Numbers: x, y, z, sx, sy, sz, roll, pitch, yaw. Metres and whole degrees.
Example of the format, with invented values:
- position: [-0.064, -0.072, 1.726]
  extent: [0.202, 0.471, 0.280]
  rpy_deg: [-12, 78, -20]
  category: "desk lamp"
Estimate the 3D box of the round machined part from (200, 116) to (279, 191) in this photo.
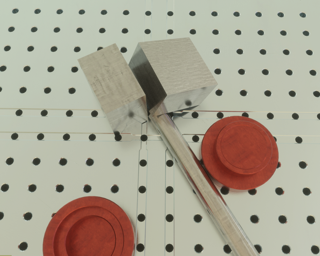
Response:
- position: [0.102, 0.029, 0.393]
  extent: [0.099, 0.042, 0.098]
  rpy_deg: [0, 70, 0]
  category: "round machined part"

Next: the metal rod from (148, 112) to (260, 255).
- position: [0.067, 0.093, 0.378]
  extent: [0.025, 0.025, 0.299]
  rpy_deg: [-29, 73, -10]
  category: "metal rod"

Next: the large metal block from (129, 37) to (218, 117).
- position: [0.015, -0.069, 0.409]
  extent: [0.081, 0.050, 0.080]
  rpy_deg: [-16, 69, -31]
  category: "large metal block"

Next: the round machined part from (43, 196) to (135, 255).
- position: [-0.078, 0.130, 0.355]
  extent: [0.099, 0.042, 0.098]
  rpy_deg: [0, 70, 0]
  category: "round machined part"

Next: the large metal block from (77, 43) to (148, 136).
- position: [-0.057, -0.046, 0.399]
  extent: [0.050, 0.080, 0.080]
  rpy_deg: [-27, 72, -9]
  category: "large metal block"
